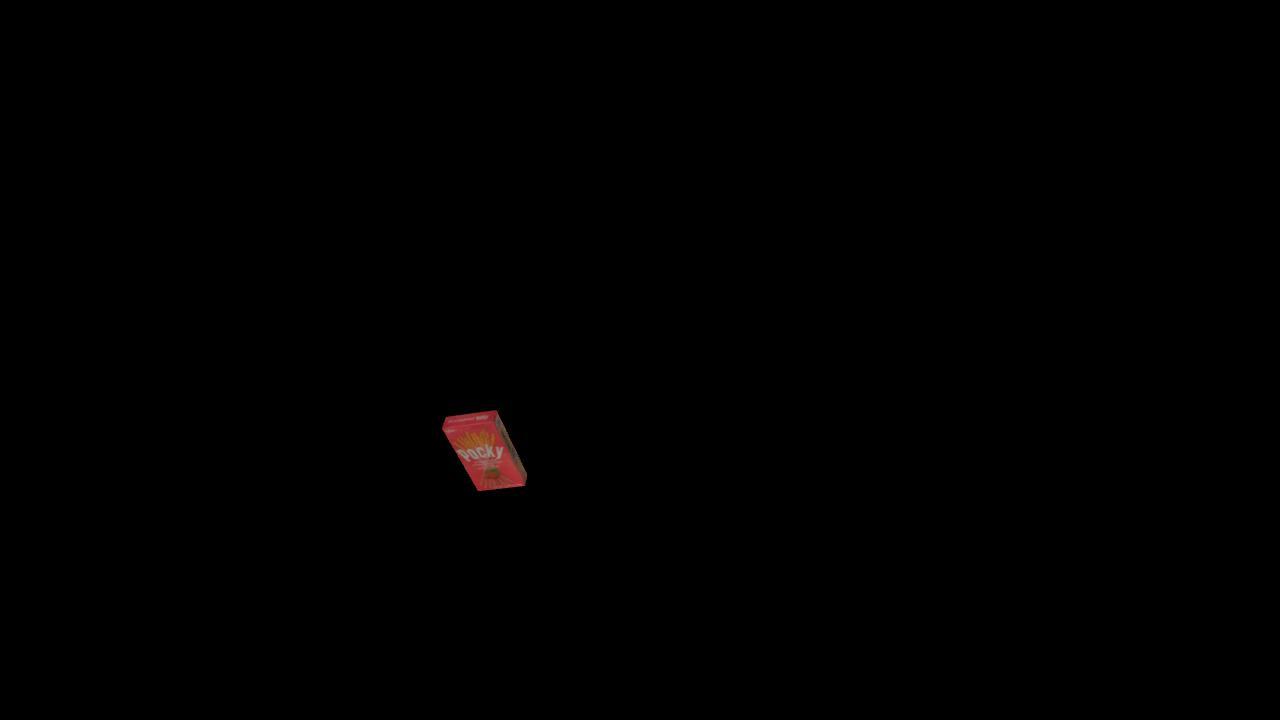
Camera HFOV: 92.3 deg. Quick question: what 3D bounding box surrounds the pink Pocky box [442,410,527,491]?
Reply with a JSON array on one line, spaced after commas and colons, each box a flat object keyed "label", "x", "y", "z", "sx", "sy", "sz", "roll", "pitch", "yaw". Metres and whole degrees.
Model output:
[{"label": "pink Pocky box", "x": -0.242, "y": 0.146, "z": 0.970, "sx": 0.084, "sy": 0.155, "sz": 0.029, "roll": -8, "pitch": 39, "yaw": 7}]
